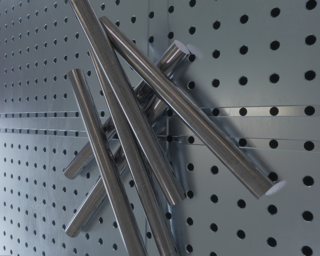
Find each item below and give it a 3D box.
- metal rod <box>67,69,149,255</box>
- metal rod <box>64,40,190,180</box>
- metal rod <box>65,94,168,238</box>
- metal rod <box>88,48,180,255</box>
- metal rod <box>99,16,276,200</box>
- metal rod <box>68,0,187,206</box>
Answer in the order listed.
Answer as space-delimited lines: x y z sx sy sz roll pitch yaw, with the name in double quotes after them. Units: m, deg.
-0.077 0.046 0.440 0.025 0.025 0.299 -35 68 34 "metal rod"
-0.064 -0.011 0.463 0.299 0.025 0.025 -44 63 31 "metal rod"
-0.074 0.069 0.471 0.025 0.025 0.298 50 119 28 "metal rod"
-0.035 0.033 0.410 0.025 0.025 0.299 -23 84 38 "metal rod"
0.016 -0.038 0.372 0.300 0.025 0.025 48 119 20 "metal rod"
-0.044 -0.042 0.396 0.025 0.025 0.299 -27 89 37 "metal rod"
